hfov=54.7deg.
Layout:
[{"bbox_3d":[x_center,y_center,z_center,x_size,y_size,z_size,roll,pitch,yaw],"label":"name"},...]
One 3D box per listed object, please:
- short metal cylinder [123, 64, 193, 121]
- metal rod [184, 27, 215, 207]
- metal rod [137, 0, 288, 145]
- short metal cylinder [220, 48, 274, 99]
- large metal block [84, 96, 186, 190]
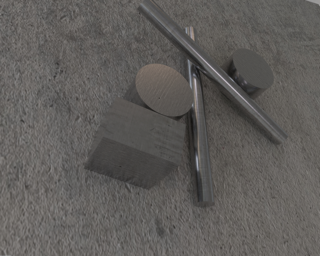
[{"bbox_3d":[-0.004,-0.037,0.409,0.081,0.050,0.080,14,56,-21],"label":"short metal cylinder"},{"bbox_3d":[0.052,-0.036,0.453,0.025,0.025,0.299,13,56,-21],"label":"metal rod"},{"bbox_3d":[0.086,-0.080,0.471,0.300,0.025,0.025,42,50,-11],"label":"metal rod"},{"bbox_3d":[0.140,-0.085,0.515,0.081,0.050,0.080,14,56,-21],"label":"short metal cylinder"},{"bbox_3d":[-0.029,0.021,0.340,0.080,0.080,0.050,22,54,-15],"label":"large metal block"}]
